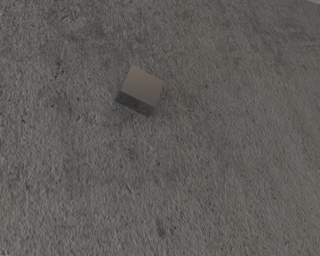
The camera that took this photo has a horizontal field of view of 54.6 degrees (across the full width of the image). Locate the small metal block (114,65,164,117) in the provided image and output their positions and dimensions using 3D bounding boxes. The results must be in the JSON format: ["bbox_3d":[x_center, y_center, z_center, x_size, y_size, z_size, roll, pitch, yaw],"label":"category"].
[{"bbox_3d":[-0.027,-0.050,0.419,0.050,0.025,0.050,26,53,-12],"label":"small metal block"}]
